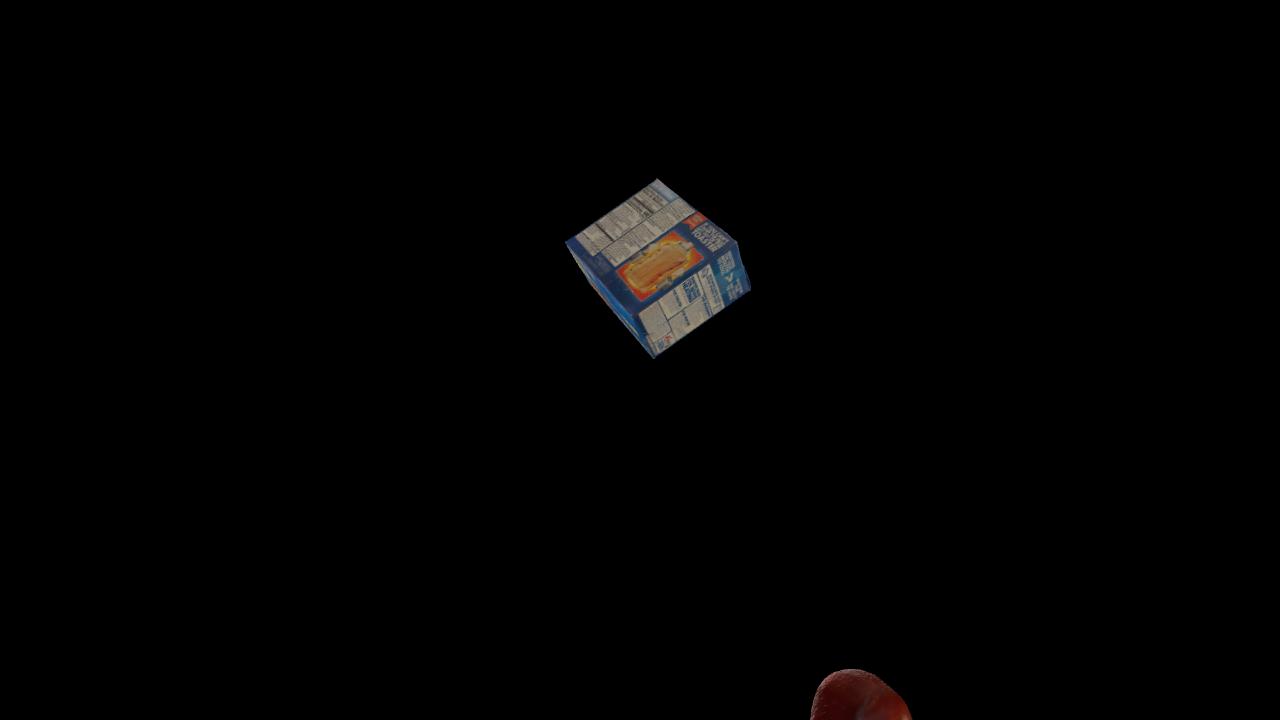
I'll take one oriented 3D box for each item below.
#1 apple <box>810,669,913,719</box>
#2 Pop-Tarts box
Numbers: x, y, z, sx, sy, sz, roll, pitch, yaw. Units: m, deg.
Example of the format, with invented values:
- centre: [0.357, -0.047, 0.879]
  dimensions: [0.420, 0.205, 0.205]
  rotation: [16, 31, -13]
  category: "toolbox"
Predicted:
- centre: [0.177, 0.296, 0.500]
  dimensions: [0.093, 0.079, 0.079]
  rotation: [-6, 4, -43]
  category: "apple"
- centre: [0.019, -0.110, 0.719]
  dimensions: [0.141, 0.167, 0.083]
  rotation: [-36, -39, -5]
  category: "Pop-Tarts box"
